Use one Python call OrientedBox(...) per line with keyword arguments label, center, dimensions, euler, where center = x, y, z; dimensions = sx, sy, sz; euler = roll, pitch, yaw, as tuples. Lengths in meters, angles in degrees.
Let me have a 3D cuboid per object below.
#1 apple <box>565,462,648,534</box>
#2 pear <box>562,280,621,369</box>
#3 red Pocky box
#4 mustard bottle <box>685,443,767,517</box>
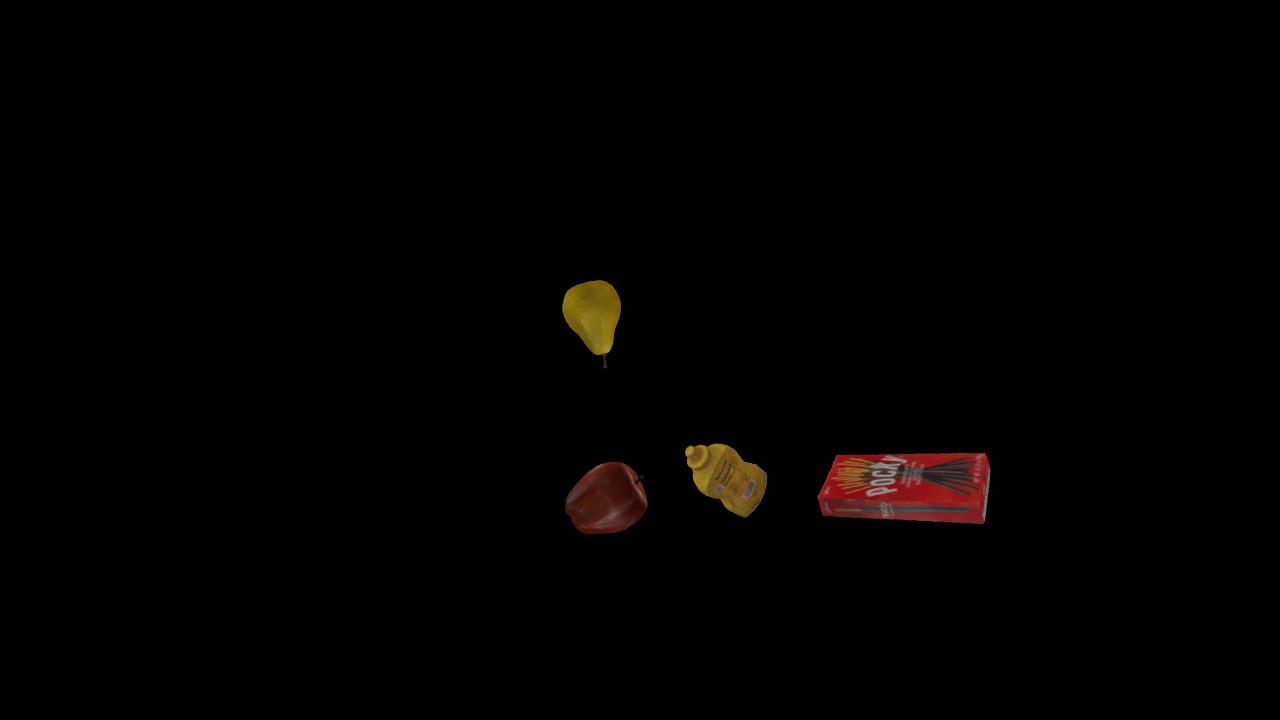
OrientedBox(label="apple", center=(-0.036, 0.156, 0.693), dimensions=(0.093, 0.079, 0.079), euler=(-28, 2, -3))
OrientedBox(label="pear", center=(-0.055, -0.045, 0.789), dimensions=(0.080, 0.111, 0.080), euler=(-13, 4, 1))
OrientedBox(label="red Pocky box", center=(0.269, 0.129, 0.632), dimensions=(0.155, 0.028, 0.083), euler=(-7, 24, 36))
OrientedBox(label="mustard bottle", center=(0.136, 0.188, 1.020), dimensions=(0.184, 0.092, 0.054), euler=(37, -9, -35))
